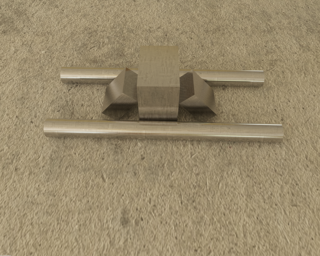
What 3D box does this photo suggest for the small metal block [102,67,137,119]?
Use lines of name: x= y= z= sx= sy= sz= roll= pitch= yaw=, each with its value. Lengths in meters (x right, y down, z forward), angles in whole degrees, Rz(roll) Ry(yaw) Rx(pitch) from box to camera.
small metal block: x=-0.053 y=-0.046 z=0.425 sx=0.025 sy=0.050 sz=0.050 roll=28 pitch=43 yaw=-29

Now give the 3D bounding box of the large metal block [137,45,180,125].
large metal block: x=-0.002 y=-0.054 z=0.417 sx=0.050 sy=0.080 sz=0.080 roll=1 pitch=50 yaw=0

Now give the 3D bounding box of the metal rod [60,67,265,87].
metal rod: x=0.004 y=-0.078 z=0.470 sx=0.302 sy=0.025 sz=0.025 roll=1 pitch=50 yaw=0

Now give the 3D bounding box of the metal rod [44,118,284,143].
metal rod: x=0.004 y=0.003 z=0.402 sx=0.302 sy=0.025 sz=0.025 roll=1 pitch=50 yaw=0

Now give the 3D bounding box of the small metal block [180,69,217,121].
small metal block: x=0.051 y=-0.043 z=0.424 sx=0.025 sy=0.050 sz=0.050 roll=-30 pitch=41 yaw=31
